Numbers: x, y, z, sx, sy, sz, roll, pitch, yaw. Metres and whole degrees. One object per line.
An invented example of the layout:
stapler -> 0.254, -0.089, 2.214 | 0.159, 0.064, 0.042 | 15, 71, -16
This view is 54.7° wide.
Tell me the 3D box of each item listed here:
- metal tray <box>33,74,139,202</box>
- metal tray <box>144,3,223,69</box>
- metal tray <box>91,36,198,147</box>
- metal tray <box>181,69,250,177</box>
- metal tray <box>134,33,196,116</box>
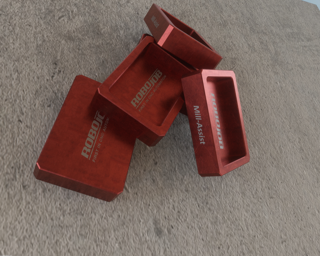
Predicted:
metal tray -> -0.075, 0.009, 0.356 | 0.091, 0.030, 0.130 | 22, 53, -15
metal tray -> 0.030, -0.134, 0.458 | 0.090, 0.030, 0.130 | 24, 25, -26
metal tray -> -0.012, -0.051, 0.389 | 0.090, 0.030, 0.130 | 36, 51, -5
metal tray -> 0.076, -0.010, 0.407 | 0.091, 0.030, 0.129 | -11, 91, -50
metal tray -> 0.019, -0.075, 0.460 | 0.131, 0.030, 0.090 | 24, 53, -14
